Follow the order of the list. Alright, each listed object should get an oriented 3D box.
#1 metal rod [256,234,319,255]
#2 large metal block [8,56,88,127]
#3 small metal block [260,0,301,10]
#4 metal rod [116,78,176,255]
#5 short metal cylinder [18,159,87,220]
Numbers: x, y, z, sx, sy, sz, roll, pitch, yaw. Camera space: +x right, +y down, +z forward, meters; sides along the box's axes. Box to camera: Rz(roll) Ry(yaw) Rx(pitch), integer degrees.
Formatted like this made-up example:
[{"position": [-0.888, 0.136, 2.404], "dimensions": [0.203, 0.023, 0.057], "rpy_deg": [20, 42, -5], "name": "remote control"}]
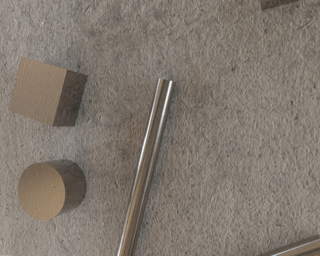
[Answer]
[{"position": [0.056, 0.198, 0.389], "dimensions": [0.300, 0.025, 0.025], "rpy_deg": [-28, 81, 17], "name": "metal rod"}, {"position": [-0.163, -0.052, 0.453], "dimensions": [0.080, 0.050, 0.080], "rpy_deg": [18, 96, 19], "name": "large metal block"}, {"position": [0.140, -0.172, 0.360], "dimensions": [0.050, 0.025, 0.050], "rpy_deg": [-9, 87, 19], "name": "small metal block"}, {"position": [-0.026, 0.082, 0.418], "dimensions": [0.025, 0.025, 0.298], "rpy_deg": [15, 95, 19], "name": "metal rod"}, {"position": [-0.156, 0.087, 0.451], "dimensions": [0.080, 0.050, 0.080], "rpy_deg": [0, 90, 20], "name": "short metal cylinder"}]
